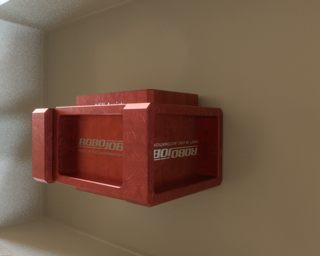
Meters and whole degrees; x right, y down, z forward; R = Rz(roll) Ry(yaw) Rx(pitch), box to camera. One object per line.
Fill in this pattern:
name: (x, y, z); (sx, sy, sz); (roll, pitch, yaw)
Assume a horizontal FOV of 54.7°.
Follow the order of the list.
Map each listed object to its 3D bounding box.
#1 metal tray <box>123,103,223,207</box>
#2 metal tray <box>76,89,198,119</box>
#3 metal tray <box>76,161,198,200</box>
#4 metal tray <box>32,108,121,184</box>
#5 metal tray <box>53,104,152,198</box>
metal tray: (0.020, 0.022, 0.319); (0.030, 0.131, 0.089); (1, 91, 40)
metal tray: (-0.030, -0.026, 0.385); (0.130, 0.091, 0.030); (1, 91, 40)
metal tray: (-0.030, 0.063, 0.386); (0.130, 0.091, 0.030); (1, 90, 40)
metal tray: (-0.104, 0.020, 0.423); (0.030, 0.131, 0.089); (1, 91, 40)
metal tray: (-0.068, 0.021, 0.340); (0.130, 0.030, 0.089); (1, 90, 40)
